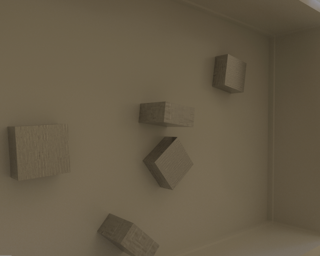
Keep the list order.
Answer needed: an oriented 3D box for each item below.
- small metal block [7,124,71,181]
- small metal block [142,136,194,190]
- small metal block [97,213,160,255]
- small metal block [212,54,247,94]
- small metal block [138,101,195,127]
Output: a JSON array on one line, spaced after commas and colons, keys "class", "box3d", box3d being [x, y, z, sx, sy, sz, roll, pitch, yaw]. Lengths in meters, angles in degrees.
[{"class": "small metal block", "box3d": [-0.119, 0.022, 0.308, 0.050, 0.025, 0.050, -4, 93, -40]}, {"class": "small metal block", "box3d": [0.012, 0.047, 0.419, 0.050, 0.025, 0.050, -46, 118, -30]}, {"class": "small metal block", "box3d": [-0.037, 0.129, 0.361, 0.050, 0.050, 0.025, 50, 60, -29]}, {"class": "small metal block", "box3d": [0.114, -0.087, 0.504, 0.050, 0.025, 0.050, 12, 82, -40]}, {"class": "small metal block", "box3d": [0.008, -0.016, 0.399, 0.050, 0.050, 0.025, 9, 85, -40]}]
